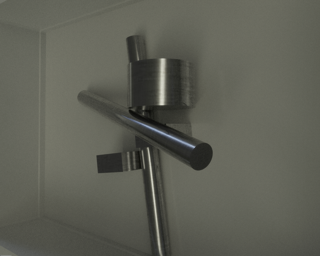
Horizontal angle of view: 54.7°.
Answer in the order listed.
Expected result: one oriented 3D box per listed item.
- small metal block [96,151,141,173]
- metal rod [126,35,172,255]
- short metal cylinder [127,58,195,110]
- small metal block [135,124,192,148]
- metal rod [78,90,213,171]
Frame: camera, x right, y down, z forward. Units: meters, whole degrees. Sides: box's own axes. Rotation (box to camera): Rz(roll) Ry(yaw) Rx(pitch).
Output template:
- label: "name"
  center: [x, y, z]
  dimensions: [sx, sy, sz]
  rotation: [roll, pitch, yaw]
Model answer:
- label: "small metal block"
  center: [-0.051, 0.047, 0.431]
  dimensions: [0.050, 0.050, 0.025]
  rotation: [-10, 84, 39]
- label: "metal rod"
  center: [-0.016, 0.022, 0.418]
  dimensions: [0.025, 0.025, 0.298]
  rotation: [-12, 82, 39]
- label: "short metal cylinder"
  center: [0.001, -0.049, 0.368]
  dimensions: [0.080, 0.081, 0.050]
  rotation: [-1, 89, 39]
- label: "small metal block"
  center: [0.005, 0.010, 0.385]
  dimensions: [0.050, 0.050, 0.025]
  rotation: [-7, 86, 39]
- label: "metal rod"
  center: [-0.044, -0.013, 0.385]
  dimensions: [0.300, 0.025, 0.025]
  rotation: [25, 107, 54]
